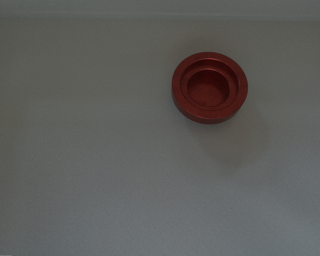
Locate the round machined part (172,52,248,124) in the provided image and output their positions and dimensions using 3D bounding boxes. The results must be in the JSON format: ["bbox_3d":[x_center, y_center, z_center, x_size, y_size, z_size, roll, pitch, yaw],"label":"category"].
[{"bbox_3d":[0.064,-0.050,0.419,0.099,0.042,0.098,0,70,0],"label":"round machined part"}]
